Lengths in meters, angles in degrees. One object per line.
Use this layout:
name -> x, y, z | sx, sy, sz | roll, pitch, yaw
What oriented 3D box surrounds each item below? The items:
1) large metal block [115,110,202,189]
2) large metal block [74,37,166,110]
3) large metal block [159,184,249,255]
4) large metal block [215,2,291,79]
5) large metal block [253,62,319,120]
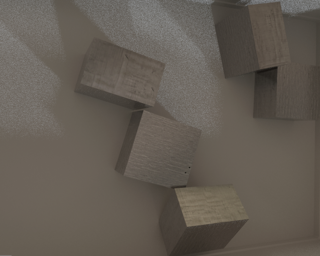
large metal block -> -0.003, 0.029, 0.396 | 0.081, 0.050, 0.080 | 18, 84, -19
large metal block -> -0.050, -0.058, 0.363 | 0.081, 0.080, 0.050 | 17, 85, -19
large metal block -> 0.052, 0.117, 0.394 | 0.081, 0.079, 0.050 | 0, 46, -20
large metal block -> 0.125, -0.117, 0.427 | 0.050, 0.080, 0.080 | -14, 95, -19
large metal block -> 0.192, -0.053, 0.467 | 0.081, 0.050, 0.080 | 3, 89, -20
